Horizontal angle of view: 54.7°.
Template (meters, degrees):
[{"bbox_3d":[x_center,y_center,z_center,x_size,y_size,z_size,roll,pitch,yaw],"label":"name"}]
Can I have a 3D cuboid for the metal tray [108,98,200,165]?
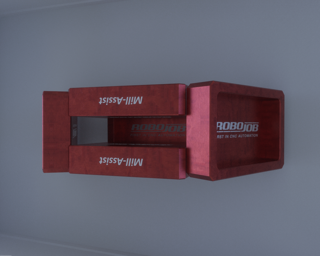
[{"bbox_3d":[-0.004,0.003,0.408,0.130,0.030,0.089,0,90,19],"label":"metal tray"}]

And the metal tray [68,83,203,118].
[{"bbox_3d":[-0.024,-0.027,0.350,0.130,0.090,0.030,0,90,20],"label":"metal tray"}]

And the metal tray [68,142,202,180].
[{"bbox_3d":[-0.024,0.033,0.351,0.130,0.090,0.030,0,90,19],"label":"metal tray"}]

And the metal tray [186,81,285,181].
[{"bbox_3d":[0.084,0.002,0.325,0.030,0.131,0.089,1,91,49],"label":"metal tray"}]

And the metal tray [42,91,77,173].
[{"bbox_3d":[-0.125,0.003,0.399,0.030,0.130,0.089,0,91,-12],"label":"metal tray"}]
